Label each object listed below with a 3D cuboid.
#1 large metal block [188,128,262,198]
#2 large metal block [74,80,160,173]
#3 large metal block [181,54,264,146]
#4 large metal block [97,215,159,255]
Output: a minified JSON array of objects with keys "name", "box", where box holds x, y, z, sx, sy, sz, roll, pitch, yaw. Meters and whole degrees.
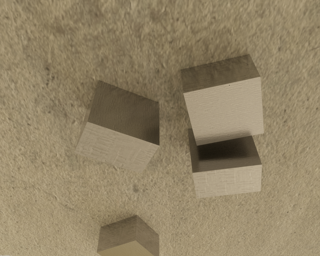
[{"name":"large metal block","box":[0.082,0.040,0.407,0.080,0.080,0.050,-8,130,6]},{"name":"large metal block","box":[-0.048,-0.002,0.369,0.080,0.080,0.050,20,127,-16]},{"name":"large metal block","box":[0.074,-0.031,0.365,0.080,0.050,0.080,-11,130,9]},{"name":"large metal block","box":[-0.056,0.213,0.572,0.080,0.050,0.080,-24,127,18]}]
